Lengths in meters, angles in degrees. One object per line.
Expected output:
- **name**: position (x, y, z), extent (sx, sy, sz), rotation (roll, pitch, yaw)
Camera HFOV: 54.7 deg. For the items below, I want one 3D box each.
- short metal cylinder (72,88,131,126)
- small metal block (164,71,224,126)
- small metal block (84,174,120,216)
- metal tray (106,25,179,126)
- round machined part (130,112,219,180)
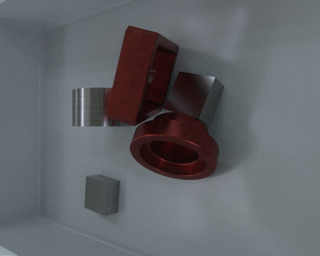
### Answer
- **short metal cylinder**: position (-0.082, -0.027, 0.436), extent (0.080, 0.081, 0.050), rotation (0, 90, 39)
- **small metal block**: position (0.040, -0.035, 0.363), extent (0.050, 0.025, 0.050), rotation (18, 83, 38)
- **small metal block**: position (-0.090, 0.103, 0.478), extent (0.050, 0.025, 0.050), rotation (7, 94, 39)
- **metal tray**: position (-0.014, -0.058, 0.349), extent (0.030, 0.130, 0.089), rotation (17, 102, 9)
- **round machined part**: position (0.018, 0.018, 0.355), extent (0.098, 0.098, 0.042), rotation (-13, 47, 39)
